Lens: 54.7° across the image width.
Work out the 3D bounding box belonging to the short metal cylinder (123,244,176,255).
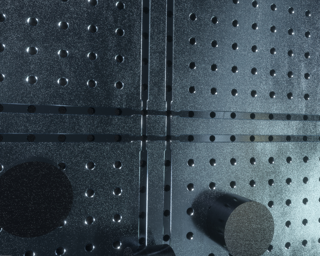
[{"bbox_3d":[-0.013,0.186,0.379,0.050,0.080,0.080,4,89,-20],"label":"short metal cylinder"}]

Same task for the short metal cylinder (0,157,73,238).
[{"bbox_3d":[-0.141,0.075,0.347,0.081,0.050,0.079,0,90,-20],"label":"short metal cylinder"}]

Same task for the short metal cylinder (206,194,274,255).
[{"bbox_3d":[0.113,0.139,0.441,0.081,0.050,0.079,0,90,-20],"label":"short metal cylinder"}]
